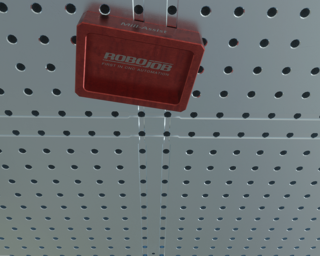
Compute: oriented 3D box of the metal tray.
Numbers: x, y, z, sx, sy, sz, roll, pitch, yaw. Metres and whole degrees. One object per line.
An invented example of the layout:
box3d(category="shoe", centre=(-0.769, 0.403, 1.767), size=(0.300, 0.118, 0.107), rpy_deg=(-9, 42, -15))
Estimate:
box3d(category="metal tray", centre=(-0.025, -0.070, 0.348), size=(0.131, 0.030, 0.089), rpy_deg=(8, 130, -8))
